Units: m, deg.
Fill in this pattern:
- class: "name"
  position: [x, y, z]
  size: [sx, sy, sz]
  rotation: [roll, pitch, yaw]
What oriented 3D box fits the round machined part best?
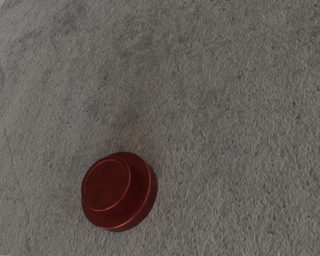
- class: "round machined part"
  position: [-0.056, 0.073, 0.379]
  size: [0.098, 0.042, 0.098]
  rotation: [-13, 56, 21]
